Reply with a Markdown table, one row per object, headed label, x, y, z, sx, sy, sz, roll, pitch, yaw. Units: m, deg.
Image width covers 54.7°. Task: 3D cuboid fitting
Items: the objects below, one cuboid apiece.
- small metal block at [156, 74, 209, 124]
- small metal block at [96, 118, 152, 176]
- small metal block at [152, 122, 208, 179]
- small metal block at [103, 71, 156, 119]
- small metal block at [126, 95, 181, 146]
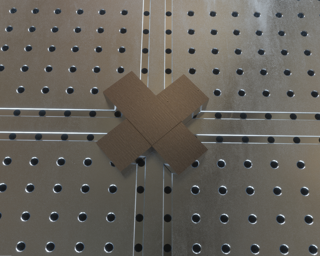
| label | x | y | z | sx | sy | sz | roll | pitch | yaw |
| --- | --- | --- | --- | --- | --- | --- | --- | --- | --- |
| small metal block | 0.030 | -0.037 | 0.425 | 0.050 | 0.025 | 0.050 | -39 | 75 | -13 |
| small metal block | -0.046 | 0.025 | 0.402 | 0.050 | 0.025 | 0.050 | -39 | 75 | -13 |
| small metal block | 0.025 | 0.029 | 0.401 | 0.050 | 0.025 | 0.050 | -39 | 75 | -13 |
| small metal block | -0.041 | -0.042 | 0.426 | 0.050 | 0.025 | 0.050 | -39 | 75 | -13 |
| small metal block | -0.008 | -0.007 | 0.413 | 0.050 | 0.025 | 0.050 | -39 | 75 | -13 |
